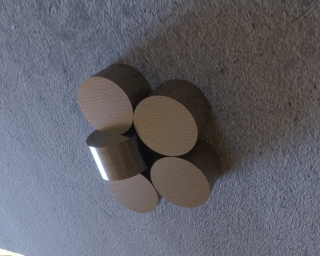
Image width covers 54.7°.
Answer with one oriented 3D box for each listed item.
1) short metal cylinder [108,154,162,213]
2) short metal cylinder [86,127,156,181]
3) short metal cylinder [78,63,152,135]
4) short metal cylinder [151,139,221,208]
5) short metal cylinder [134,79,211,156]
[{"bbox_3d":[-0.028,0.077,0.455,0.080,0.050,0.079,14,125,21],"label":"short metal cylinder"},{"bbox_3d":[-0.051,0.026,0.416,0.080,0.080,0.050,-3,117,29],"label":"short metal cylinder"},{"bbox_3d":[-0.057,-0.037,0.399,0.080,0.050,0.079,14,125,21],"label":"short metal cylinder"},{"bbox_3d":[0.035,0.057,0.409,0.080,0.050,0.079,14,125,21],"label":"short metal cylinder"},{"bbox_3d":[0.015,-0.013,0.375,0.080,0.050,0.079,13,125,20],"label":"short metal cylinder"}]
